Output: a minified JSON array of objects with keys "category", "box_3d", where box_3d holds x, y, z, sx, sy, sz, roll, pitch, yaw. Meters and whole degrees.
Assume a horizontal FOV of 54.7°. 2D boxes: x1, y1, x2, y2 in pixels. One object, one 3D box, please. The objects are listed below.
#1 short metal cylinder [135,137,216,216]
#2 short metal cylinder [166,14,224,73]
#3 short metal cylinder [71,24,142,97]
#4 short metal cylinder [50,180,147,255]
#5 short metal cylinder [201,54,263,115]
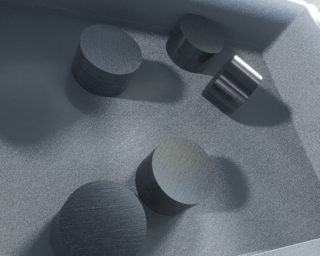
[{"category":"short metal cylinder","box_3d":[0.017,0.057,0.365,0.081,0.050,0.080,14,56,-21]},{"category":"short metal cylinder","box_3d":[0.057,-0.138,0.506,0.081,0.050,0.080,14,56,-21]},{"category":"short metal cylinder","box_3d":[-0.070,-0.088,0.406,0.081,0.050,0.080,14,56,-21]},{"category":"short metal cylinder","box_3d":[-0.060,0.097,0.299,0.081,0.050,0.080,14,56,-21]},{"category":"short metal cylinder","box_3d":[0.108,-0.066,0.471,0.050,0.080,0.080,39,51,-3]}]
